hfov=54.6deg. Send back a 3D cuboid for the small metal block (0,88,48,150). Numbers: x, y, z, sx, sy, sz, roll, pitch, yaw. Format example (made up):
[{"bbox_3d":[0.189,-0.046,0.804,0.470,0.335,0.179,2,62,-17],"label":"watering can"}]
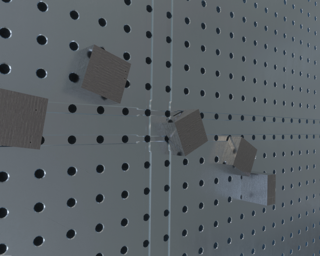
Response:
[{"bbox_3d":[-0.139,-0.008,0.292,0.050,0.025,0.050,12,83,-39],"label":"small metal block"}]

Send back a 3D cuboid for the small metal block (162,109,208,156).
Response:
[{"bbox_3d":[0.036,0.006,0.439,0.050,0.025,0.050,-29,108,-36],"label":"small metal block"}]

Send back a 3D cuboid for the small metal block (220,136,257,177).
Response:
[{"bbox_3d":[0.133,0.048,0.519,0.050,0.025,0.050,34,69,-35],"label":"small metal block"}]

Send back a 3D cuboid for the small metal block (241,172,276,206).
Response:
[{"bbox_3d":[0.169,0.102,0.533,0.025,0.050,0.050,2,89,-40],"label":"small metal block"}]

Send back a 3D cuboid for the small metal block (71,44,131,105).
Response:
[{"bbox_3d":[-0.066,-0.059,0.353,0.050,0.025,0.050,22,76,-38],"label":"small metal block"}]
